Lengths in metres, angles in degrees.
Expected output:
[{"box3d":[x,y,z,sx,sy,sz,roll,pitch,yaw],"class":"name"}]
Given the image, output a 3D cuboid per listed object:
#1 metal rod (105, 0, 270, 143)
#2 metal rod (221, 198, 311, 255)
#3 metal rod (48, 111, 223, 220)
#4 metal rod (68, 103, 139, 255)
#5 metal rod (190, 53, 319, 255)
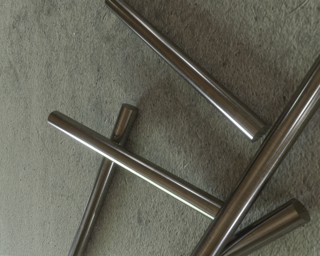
[{"box3d":[0.016,-0.092,0.391,0.300,0.025,0.025,48,119,29],"class":"metal rod"},{"box3d":[0.043,0.169,0.369,0.299,0.025,0.025,-45,63,30],"class":"metal rod"},{"box3d":[-0.047,0.041,0.417,0.300,0.025,0.025,25,106,28],"class":"metal rod"},{"box3d":[-0.096,0.102,0.484,0.025,0.025,0.298,35,111,34],"class":"metal rod"},{"box3d":[0.090,0.058,0.310,0.025,0.025,0.298,38,107,33],"class":"metal rod"}]
